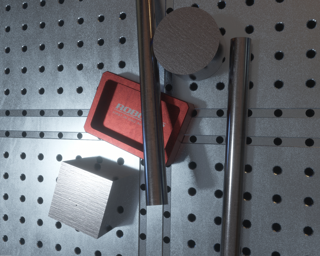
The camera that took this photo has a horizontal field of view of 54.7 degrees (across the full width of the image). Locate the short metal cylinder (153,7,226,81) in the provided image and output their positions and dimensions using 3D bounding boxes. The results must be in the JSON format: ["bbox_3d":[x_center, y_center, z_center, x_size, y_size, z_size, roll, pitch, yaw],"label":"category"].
[{"bbox_3d":[0.038,-0.102,0.385,0.080,0.050,0.079,0,89,19],"label":"short metal cylinder"}]

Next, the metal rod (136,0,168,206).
[{"bbox_3d":[-0.013,-0.058,0.385,0.025,0.025,0.299,-9,75,19],"label":"metal rod"}]

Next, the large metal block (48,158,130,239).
[{"bbox_3d":[-0.099,0.094,0.433,0.080,0.050,0.080,17,96,18],"label":"large metal block"}]

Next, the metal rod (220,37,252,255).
[{"bbox_3d":[0.092,0.041,0.379,0.025,0.025,0.298,3,91,19],"label":"metal rod"}]

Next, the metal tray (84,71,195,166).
[{"bbox_3d":[-0.030,-0.013,0.419,0.130,0.030,0.089,24,98,18],"label":"metal tray"}]
